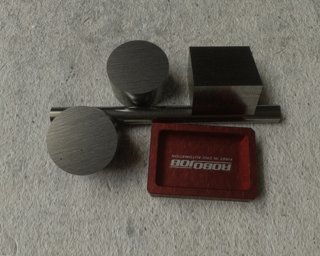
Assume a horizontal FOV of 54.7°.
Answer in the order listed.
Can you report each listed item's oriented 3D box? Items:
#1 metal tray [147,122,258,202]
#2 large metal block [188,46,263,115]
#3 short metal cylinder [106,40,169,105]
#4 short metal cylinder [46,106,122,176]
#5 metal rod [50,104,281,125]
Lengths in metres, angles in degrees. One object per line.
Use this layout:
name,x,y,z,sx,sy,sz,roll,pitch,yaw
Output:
metal tray,0.052,0.043,0.390,0.131,0.030,0.090,3,70,1
large metal block,0.080,-0.063,0.406,0.081,0.050,0.080,-1,49,-1
short metal cylinder,-0.029,-0.071,0.422,0.081,0.050,0.080,0,69,0
short metal cylinder,-0.089,0.014,0.377,0.081,0.050,0.079,0,91,-1
metal rod,0.008,-0.018,0.417,0.302,0.025,0.025,-1,70,-1
